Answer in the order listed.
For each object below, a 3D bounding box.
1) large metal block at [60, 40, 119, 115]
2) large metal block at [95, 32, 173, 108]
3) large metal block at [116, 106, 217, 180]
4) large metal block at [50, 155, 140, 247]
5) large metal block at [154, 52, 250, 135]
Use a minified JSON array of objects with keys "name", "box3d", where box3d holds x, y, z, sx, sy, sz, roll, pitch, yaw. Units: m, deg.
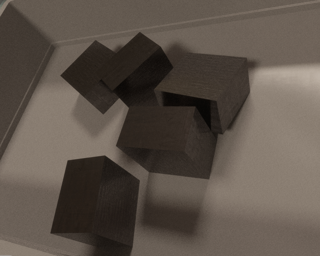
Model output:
[{"name":"large metal block","box3d":[-0.095,-0.081,0.487,0.080,0.050,0.080,-47,52,-5]},{"name":"large metal block","box3d":[-0.026,-0.068,0.424,0.080,0.080,0.050,-43,51,-2]},{"name":"large metal block","box3d":[0.011,0.017,0.353,0.080,0.080,0.050,2,63,29]},{"name":"large metal block","box3d":[-0.068,0.086,0.352,0.050,0.080,0.080,-9,58,23]},{"name":"large metal block","box3d":[0.053,-0.045,0.375,0.080,0.050,0.080,15,52,33]}]
